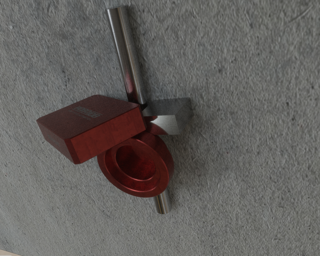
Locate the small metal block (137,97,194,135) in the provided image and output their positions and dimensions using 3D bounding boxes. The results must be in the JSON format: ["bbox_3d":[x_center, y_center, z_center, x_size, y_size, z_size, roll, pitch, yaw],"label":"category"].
[{"bbox_3d":[0.008,-0.015,0.378,0.050,0.050,0.025,-1,118,28],"label":"small metal block"}]

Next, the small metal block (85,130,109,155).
[{"bbox_3d":[-0.075,0.011,0.437,0.050,0.050,0.025,-20,108,35],"label":"small metal block"}]

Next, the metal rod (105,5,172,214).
[{"bbox_3d":[-0.022,-0.006,0.415,0.025,0.025,0.298,2,120,27],"label":"metal rod"}]

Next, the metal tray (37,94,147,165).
[{"bbox_3d":[-0.088,-0.005,0.377,0.130,0.091,0.030,18,130,54],"label":"metal tray"}]

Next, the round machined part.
[{"bbox_3d":[-0.027,0.039,0.399,0.098,0.042,0.097,12,127,18],"label":"round machined part"}]
